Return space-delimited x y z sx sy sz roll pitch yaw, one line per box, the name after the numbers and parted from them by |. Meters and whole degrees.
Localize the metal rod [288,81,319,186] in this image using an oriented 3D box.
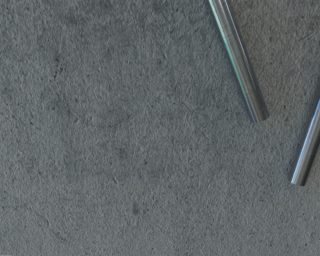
0.216 -0.062 0.388 0.025 0.025 0.298 8 110 -3 | metal rod

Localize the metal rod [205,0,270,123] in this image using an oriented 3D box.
0.069 -0.141 0.358 0.025 0.025 0.299 -23 109 8 | metal rod
